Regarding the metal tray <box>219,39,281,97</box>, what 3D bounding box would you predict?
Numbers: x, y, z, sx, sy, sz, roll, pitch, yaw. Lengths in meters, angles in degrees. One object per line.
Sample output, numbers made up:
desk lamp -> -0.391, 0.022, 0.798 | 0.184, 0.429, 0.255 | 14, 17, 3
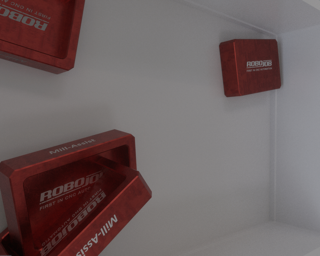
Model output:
metal tray -> 0.160, -0.106, 0.537 | 0.131, 0.030, 0.089 | -13, 99, -39

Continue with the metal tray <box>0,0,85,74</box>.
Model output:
metal tray -> -0.140, -0.111, 0.285 | 0.131, 0.030, 0.090 | 12, 82, -39

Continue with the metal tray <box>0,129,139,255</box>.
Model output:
metal tray -> -0.082, 0.060, 0.308 | 0.131, 0.030, 0.089 | -18, 113, -43

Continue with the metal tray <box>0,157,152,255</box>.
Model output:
metal tray -> -0.082, 0.085, 0.288 | 0.131, 0.090, 0.030 | -44, 123, -27
